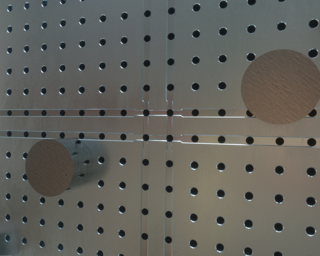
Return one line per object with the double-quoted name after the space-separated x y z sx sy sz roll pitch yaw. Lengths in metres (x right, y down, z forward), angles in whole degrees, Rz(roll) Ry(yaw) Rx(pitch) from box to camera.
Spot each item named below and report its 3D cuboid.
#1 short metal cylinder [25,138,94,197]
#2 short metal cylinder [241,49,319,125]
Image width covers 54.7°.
-0.145 0.055 0.450 0.080 0.050 0.079 0 90 20 "short metal cylinder"
0.136 -0.044 0.351 0.080 0.050 0.079 0 90 20 "short metal cylinder"
